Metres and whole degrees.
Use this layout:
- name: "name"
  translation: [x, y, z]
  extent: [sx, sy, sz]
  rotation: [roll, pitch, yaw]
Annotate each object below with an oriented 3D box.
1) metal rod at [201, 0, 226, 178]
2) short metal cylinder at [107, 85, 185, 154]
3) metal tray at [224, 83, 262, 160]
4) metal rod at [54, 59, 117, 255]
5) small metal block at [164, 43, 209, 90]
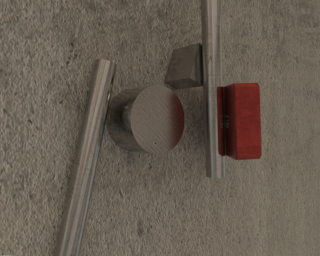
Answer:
- name: "metal rod"
  translation: [0.067, -0.086, 0.394]
  extent: [0.025, 0.025, 0.298]
  rotation: [-5, 94, -40]
- name: "short metal cylinder"
  translation: [-0.017, -0.010, 0.375]
  extent: [0.081, 0.050, 0.079]
  rotation: [0, 90, -40]
- name: "metal tray"
  translation: [0.097, -0.010, 0.421]
  extent: [0.030, 0.130, 0.089]
  rotation: [-2, 92, -5]
- name: "metal rod"
  translation: [-0.087, 0.072, 0.332]
  extent: [0.025, 0.025, 0.299]
  rotation: [16, 80, -39]
- name: "small metal block"
  translation: [0.037, -0.082, 0.419]
  extent: [0.025, 0.050, 0.050]
  rotation: [25, 74, -37]
